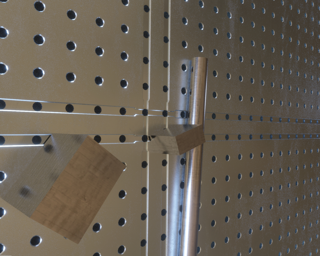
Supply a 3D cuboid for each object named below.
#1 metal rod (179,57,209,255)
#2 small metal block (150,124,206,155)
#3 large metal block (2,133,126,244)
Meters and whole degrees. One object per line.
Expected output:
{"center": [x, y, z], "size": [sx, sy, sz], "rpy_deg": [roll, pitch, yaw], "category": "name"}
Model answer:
{"center": [0.050, 0.046, 0.453], "size": [0.025, 0.025, 0.298], "rpy_deg": [6, 86, -40], "category": "metal rod"}
{"center": [0.024, 0.014, 0.415], "size": [0.050, 0.050, 0.025], "rpy_deg": [-23, 105, -38], "category": "small metal block"}
{"center": [-0.092, 0.052, 0.297], "size": [0.050, 0.080, 0.080], "rpy_deg": [46, 63, -31], "category": "large metal block"}
